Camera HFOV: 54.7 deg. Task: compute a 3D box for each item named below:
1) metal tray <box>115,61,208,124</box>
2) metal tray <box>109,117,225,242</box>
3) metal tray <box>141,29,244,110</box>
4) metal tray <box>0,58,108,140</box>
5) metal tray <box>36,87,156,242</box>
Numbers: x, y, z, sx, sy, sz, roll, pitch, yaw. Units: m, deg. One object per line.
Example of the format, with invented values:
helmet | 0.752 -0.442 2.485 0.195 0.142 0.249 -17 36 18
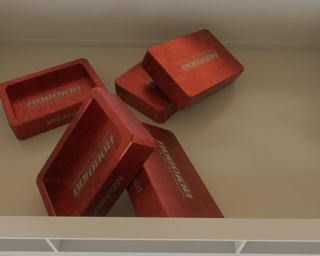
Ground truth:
metal tray | 0.009 -0.072 0.463 0.090 0.030 0.131 33 57 24
metal tray | 0.003 0.050 0.325 0.091 0.030 0.130 18 33 -46
metal tray | 0.049 -0.088 0.442 0.131 0.030 0.090 -30 74 -37
metal tray | -0.149 -0.045 0.437 0.131 0.030 0.090 -23 54 -19
metal tray | -0.070 0.036 0.309 0.030 0.129 0.090 19 22 -47
